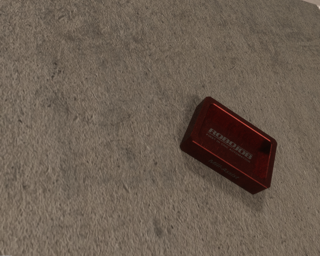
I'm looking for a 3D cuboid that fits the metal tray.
[{"bbox_3d":[0.102,0.024,0.442,0.130,0.030,0.090,32,51,-8],"label":"metal tray"}]
